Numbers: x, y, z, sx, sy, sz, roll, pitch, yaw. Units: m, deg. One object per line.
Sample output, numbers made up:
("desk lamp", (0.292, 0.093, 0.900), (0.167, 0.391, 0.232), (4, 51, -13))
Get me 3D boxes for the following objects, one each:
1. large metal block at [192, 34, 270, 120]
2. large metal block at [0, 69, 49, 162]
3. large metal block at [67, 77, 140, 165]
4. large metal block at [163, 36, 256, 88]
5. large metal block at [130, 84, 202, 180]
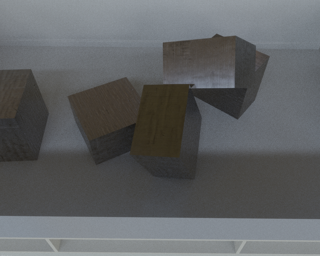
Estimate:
("large metal block", (0.094, -0.071, 0.430), (0.080, 0.080, 0.050), (32, 57, 23))
("large metal block", (-0.180, -0.015, 0.379), (0.050, 0.080, 0.080), (-2, 50, -2))
("large metal block", (-0.062, -0.011, 0.397), (0.081, 0.050, 0.080), (-22, 54, -18))
("large metal block", (0.058, -0.070, 0.353), (0.080, 0.050, 0.080), (4, 8, 30))
("large metal block", (0.011, 0.007, 0.345), (0.050, 0.080, 0.080), (2, 66, 18))
